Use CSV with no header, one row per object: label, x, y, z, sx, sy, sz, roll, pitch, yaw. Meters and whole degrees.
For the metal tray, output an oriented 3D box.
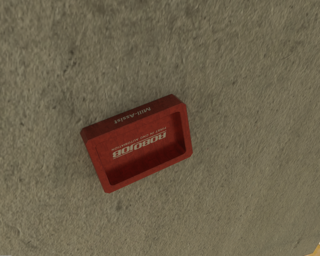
metal tray,-0.025,0.020,0.401,0.131,0.030,0.090,-23,127,-15
